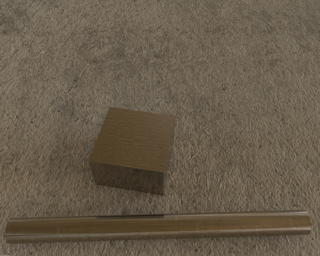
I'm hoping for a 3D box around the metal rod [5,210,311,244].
[{"bbox_3d":[0.000,0.101,0.318,0.302,0.025,0.025,-1,50,-2],"label":"metal rod"}]

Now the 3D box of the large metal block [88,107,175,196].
[{"bbox_3d":[-0.029,0.026,0.365,0.080,0.050,0.080,8,50,6],"label":"large metal block"}]
